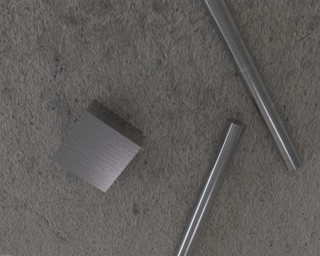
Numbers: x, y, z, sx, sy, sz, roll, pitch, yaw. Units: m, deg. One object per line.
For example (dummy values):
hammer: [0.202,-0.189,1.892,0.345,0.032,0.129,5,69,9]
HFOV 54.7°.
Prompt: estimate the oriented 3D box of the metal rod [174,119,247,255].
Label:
metal rod: [0.059,0.127,0.456,0.025,0.025,0.298,16,109,-6]

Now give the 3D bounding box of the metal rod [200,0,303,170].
metal rod: [0.110,-0.070,0.384,0.025,0.025,0.299,-29,108,10]

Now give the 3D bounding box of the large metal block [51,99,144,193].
large metal block: [-0.079,0.023,0.404,0.080,0.050,0.080,35,106,-12]
